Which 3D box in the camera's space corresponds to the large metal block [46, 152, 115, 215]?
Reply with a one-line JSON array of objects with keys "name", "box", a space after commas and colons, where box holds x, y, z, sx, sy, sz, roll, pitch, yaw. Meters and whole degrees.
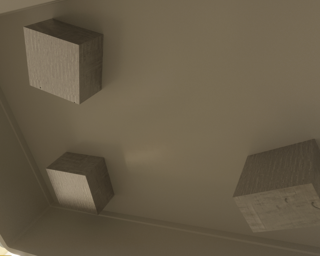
[{"name": "large metal block", "box": [-0.131, 0.091, 0.518, 0.080, 0.050, 0.079, 5, 121, 25]}]

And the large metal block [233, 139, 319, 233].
[{"name": "large metal block", "box": [0.136, 0.063, 0.340, 0.080, 0.080, 0.050, -21, 107, 36]}]

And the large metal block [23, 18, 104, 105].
[{"name": "large metal block", "box": [-0.123, -0.088, 0.403, 0.080, 0.050, 0.079, 21, 126, 15]}]
